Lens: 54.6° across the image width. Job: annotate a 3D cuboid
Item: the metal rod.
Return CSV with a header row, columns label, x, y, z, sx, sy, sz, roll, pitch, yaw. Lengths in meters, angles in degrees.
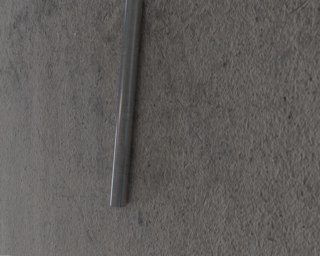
label,x,y,z,sx,sy,sz,roll,pitch,yaw
metal rod,-0.049,-0.035,0.446,0.025,0.025,0.298,9,95,40
